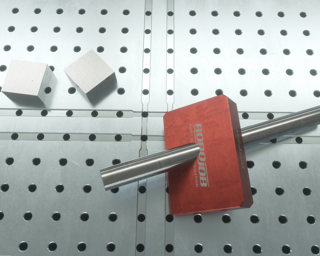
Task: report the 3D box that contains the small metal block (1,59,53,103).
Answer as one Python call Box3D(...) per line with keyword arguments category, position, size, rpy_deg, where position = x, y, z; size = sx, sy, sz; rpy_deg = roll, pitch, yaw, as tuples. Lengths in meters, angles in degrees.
Box3D(category="small metal block", position=(-0.185, -0.065, 0.434), size=(0.050, 0.025, 0.050), rpy_deg=(7, 70, 2))

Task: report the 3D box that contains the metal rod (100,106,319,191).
Box3D(category="metal rod", position=(0.077, 0.020, 0.381), size=(0.302, 0.025, 0.025), rpy_deg=(-15, 71, -15))

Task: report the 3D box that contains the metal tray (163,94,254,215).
Box3D(category="metal tray", position=(0.053, 0.034, 0.372), size=(0.090, 0.030, 0.130), rpy_deg=(-17, 67, 31))

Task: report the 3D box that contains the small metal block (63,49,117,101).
Box3D(category="small metal block", position=(-0.098, -0.075, 0.438), size=(0.050, 0.025, 0.050), rpy_deg=(-41, 75, -14))
